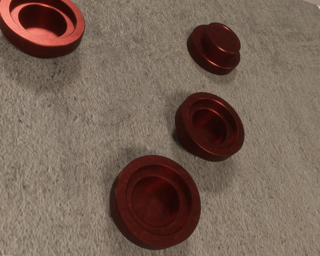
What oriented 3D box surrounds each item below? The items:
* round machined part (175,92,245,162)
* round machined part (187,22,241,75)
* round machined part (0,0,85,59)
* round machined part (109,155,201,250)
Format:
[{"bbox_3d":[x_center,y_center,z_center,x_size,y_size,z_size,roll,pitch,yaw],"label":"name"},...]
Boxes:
[{"bbox_3d":[0.064,0.002,0.428,0.099,0.042,0.098,14,56,-21],"label":"round machined part"},{"bbox_3d":[0.100,-0.143,0.536,0.099,0.042,0.098,14,56,-21],"label":"round machined part"},{"bbox_3d":[-0.149,-0.127,0.391,0.099,0.042,0.098,14,56,-21],"label":"round machined part"},{"bbox_3d":[-0.008,0.082,0.340,0.099,0.042,0.098,14,56,-21],"label":"round machined part"}]
